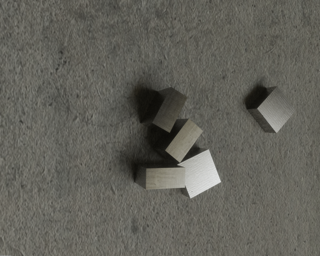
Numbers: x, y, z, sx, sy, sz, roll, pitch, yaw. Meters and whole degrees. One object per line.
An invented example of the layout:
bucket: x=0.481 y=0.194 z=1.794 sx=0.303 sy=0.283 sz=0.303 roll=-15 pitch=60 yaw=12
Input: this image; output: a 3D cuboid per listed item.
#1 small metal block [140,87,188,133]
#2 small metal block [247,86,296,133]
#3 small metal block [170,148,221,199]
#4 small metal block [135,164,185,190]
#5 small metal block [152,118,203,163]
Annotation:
small metal block: x=0.004 y=-0.022 z=0.397 sx=0.025 sy=0.050 sz=0.050 roll=30 pitch=80 yaw=-18
small metal block: x=0.170 y=-0.028 z=0.471 sx=0.050 sy=0.025 sz=0.050 roll=-46 pitch=104 yaw=-14
small metal block: x=0.049 y=0.061 z=0.427 sx=0.050 sy=0.025 sz=0.050 roll=-24 pitch=98 yaw=-19
small metal block: x=-0.001 y=0.060 z=0.395 sx=0.050 sy=0.050 sz=0.025 roll=1 pitch=90 yaw=-20
small metal block: x=0.022 y=0.015 z=0.404 sx=0.025 sy=0.050 sz=0.050 roll=41 pitch=77 yaw=-16
